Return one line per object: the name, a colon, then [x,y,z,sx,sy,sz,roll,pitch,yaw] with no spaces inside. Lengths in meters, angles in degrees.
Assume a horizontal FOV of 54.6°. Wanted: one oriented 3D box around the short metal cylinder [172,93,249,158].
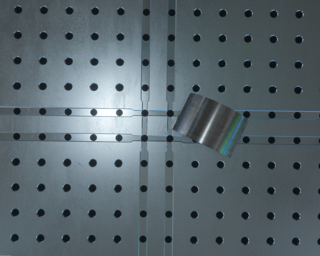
short metal cylinder: [0.062,-0.003,0.386,0.080,0.080,0.050,26,90,0]
